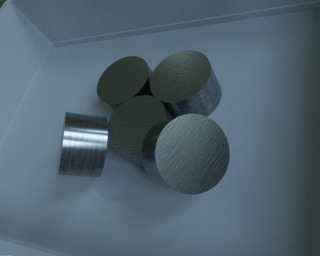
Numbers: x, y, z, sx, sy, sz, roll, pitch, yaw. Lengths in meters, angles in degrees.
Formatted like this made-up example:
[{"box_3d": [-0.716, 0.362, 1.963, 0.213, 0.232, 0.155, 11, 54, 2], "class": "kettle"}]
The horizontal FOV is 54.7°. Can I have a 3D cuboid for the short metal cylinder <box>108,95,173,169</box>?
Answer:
[{"box_3d": [-0.019, 0.006, 0.391, 0.080, 0.050, 0.080, -13, 56, 20], "class": "short metal cylinder"}]

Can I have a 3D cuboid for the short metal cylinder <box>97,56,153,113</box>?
[{"box_3d": [-0.041, -0.055, 0.440, 0.080, 0.050, 0.080, -13, 56, 20], "class": "short metal cylinder"}]

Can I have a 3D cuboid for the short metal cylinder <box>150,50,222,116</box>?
[{"box_3d": [0.034, -0.053, 0.402, 0.080, 0.050, 0.080, -13, 56, 20], "class": "short metal cylinder"}]

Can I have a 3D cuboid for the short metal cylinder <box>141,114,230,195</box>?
[{"box_3d": [0.026, 0.027, 0.329, 0.080, 0.080, 0.050, -58, 14, -13], "class": "short metal cylinder"}]

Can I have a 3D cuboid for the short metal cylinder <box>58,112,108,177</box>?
[{"box_3d": [-0.101, 0.022, 0.399, 0.050, 0.080, 0.080, 7, 54, -19], "class": "short metal cylinder"}]
